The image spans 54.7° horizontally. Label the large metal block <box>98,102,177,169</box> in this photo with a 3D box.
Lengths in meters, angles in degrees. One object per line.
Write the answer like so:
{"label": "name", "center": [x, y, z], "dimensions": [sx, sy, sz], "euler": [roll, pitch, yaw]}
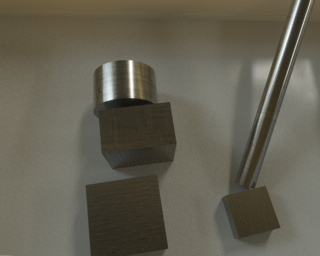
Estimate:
{"label": "large metal block", "center": [-0.025, 0.012, 0.376], "dimensions": [0.081, 0.080, 0.050], "euler": [-7, 70, -3]}

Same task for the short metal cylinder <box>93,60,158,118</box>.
{"label": "short metal cylinder", "center": [-0.044, -0.044, 0.396], "dimensions": [0.081, 0.080, 0.050], "euler": [-4, 70, -2]}

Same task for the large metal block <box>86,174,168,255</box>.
{"label": "large metal block", "center": [-0.037, 0.103, 0.358], "dimensions": [0.081, 0.050, 0.080], "euler": [-8, 70, -4]}

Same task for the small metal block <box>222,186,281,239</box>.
{"label": "small metal block", "center": [0.109, 0.102, 0.374], "dimensions": [0.050, 0.025, 0.050], "euler": [-12, 71, -5]}

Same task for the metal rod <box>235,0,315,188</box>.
{"label": "metal rod", "center": [0.148, -0.072, 0.375], "dimensions": [0.025, 0.025, 0.298], "euler": [17, 95, 5]}
